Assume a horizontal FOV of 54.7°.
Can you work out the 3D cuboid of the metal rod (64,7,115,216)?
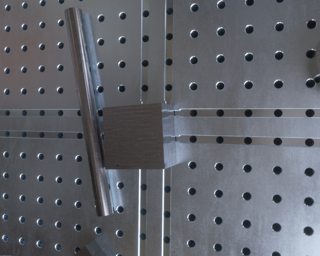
[{"bbox_3d":[-0.102,-0.025,0.447,0.025,0.025,0.298,-11,86,19],"label":"metal rod"}]

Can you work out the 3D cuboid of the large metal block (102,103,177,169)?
[{"bbox_3d":[-0.026,0.011,0.407,0.080,0.050,0.079,-3,89,19],"label":"large metal block"}]

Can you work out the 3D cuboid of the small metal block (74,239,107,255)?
[{"bbox_3d":[-0.103,0.200,0.447,0.050,0.025,0.050,-44,77,14],"label":"small metal block"}]

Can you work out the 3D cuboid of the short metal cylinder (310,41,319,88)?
[{"bbox_3d":[0.206,-0.073,0.327,0.080,0.050,0.079,0,90,19],"label":"short metal cylinder"}]
